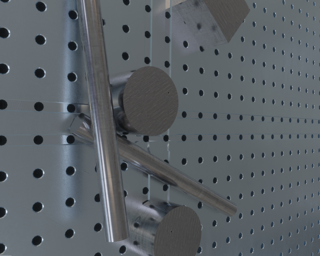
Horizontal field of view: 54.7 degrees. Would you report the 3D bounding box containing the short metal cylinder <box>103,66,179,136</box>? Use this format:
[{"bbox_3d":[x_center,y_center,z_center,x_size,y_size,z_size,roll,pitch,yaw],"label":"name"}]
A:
[{"bbox_3d":[-0.024,-0.031,0.373,0.081,0.050,0.079,0,90,-40],"label":"short metal cylinder"}]

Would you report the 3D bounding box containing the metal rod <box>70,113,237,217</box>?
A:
[{"bbox_3d":[0.013,0.064,0.420,0.301,0.025,0.025,34,69,-35],"label":"metal rod"}]

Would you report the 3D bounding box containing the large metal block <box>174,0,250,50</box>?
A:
[{"bbox_3d":[0.080,-0.178,0.460,0.080,0.050,0.080,49,61,-29],"label":"large metal block"}]

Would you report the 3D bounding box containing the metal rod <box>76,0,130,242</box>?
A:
[{"bbox_3d":[-0.064,-0.034,0.328,0.025,0.025,0.298,-4,85,-40],"label":"metal rod"}]

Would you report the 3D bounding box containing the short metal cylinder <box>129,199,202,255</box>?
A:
[{"bbox_3d":[0.008,0.136,0.400,0.081,0.050,0.079,0,90,-40],"label":"short metal cylinder"}]
